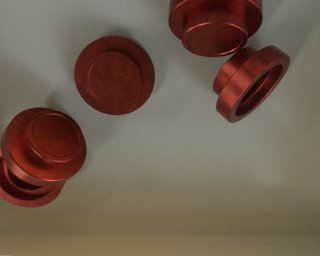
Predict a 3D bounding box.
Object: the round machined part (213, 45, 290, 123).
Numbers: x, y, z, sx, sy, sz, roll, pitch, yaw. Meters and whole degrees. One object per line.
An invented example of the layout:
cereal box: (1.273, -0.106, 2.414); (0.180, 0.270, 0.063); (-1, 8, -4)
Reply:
round machined part: (0.101, -0.056, 0.364); (0.042, 0.098, 0.098); (46, 107, 23)

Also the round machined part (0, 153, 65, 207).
round machined part: (-0.175, 0.055, 0.420); (0.099, 0.042, 0.097); (0, 110, -1)

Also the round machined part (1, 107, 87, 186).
round machined part: (-0.132, 0.017, 0.373); (0.098, 0.098, 0.042); (42, 131, -14)

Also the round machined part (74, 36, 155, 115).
round machined part: (-0.056, -0.061, 0.379); (0.099, 0.042, 0.097); (0, 110, -1)

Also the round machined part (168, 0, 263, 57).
round machined part: (0.058, -0.110, 0.330); (0.099, 0.098, 0.042); (4, 75, -2)
